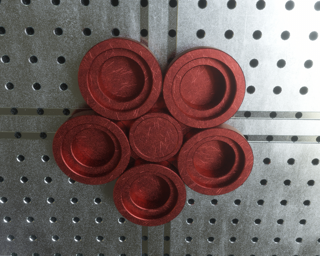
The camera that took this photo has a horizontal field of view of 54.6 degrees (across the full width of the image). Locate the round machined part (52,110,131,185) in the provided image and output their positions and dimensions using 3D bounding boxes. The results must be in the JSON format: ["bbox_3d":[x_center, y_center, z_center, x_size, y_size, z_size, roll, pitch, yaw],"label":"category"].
[{"bbox_3d":[-0.087,0.023,0.411,0.099,0.042,0.097,0,110,0],"label":"round machined part"}]

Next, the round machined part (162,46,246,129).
[{"bbox_3d":[0.052,-0.052,0.385,0.099,0.042,0.097,0,110,0],"label":"round machined part"}]

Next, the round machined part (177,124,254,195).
[{"bbox_3d":[0.071,0.038,0.419,0.099,0.042,0.097,0,110,0],"label":"round machined part"}]

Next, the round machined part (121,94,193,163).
[{"bbox_3d":[-0.005,0.006,0.406,0.099,0.042,0.097,0,110,0],"label":"round machined part"}]

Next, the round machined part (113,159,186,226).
[{"bbox_3d":[-0.014,0.085,0.435,0.099,0.042,0.097,0,110,0],"label":"round machined part"}]

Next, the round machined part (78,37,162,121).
[{"bbox_3d":[-0.047,-0.062,0.381,0.099,0.042,0.097,0,110,0],"label":"round machined part"}]
